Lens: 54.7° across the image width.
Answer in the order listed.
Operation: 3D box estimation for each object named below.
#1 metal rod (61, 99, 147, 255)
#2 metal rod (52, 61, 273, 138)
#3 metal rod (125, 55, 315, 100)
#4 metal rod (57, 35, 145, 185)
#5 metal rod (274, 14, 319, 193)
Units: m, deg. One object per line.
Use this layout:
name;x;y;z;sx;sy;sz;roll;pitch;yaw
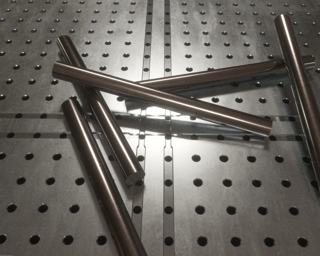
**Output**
metal rod;-0.059;0.072;0.345;0.025;0.025;0.300;-20;53;-17
metal rod;-0.001;-0.040;0.421;0.301;0.025;0.025;16;52;5
metal rod;0.095;-0.079;0.475;0.302;0.025;0.025;-10;51;-9
metal rod;-0.096;-0.045;0.443;0.025;0.025;0.300;-21;53;-17
metal rod;0.198;-0.052;0.431;0.025;0.025;0.300;1;57;1
